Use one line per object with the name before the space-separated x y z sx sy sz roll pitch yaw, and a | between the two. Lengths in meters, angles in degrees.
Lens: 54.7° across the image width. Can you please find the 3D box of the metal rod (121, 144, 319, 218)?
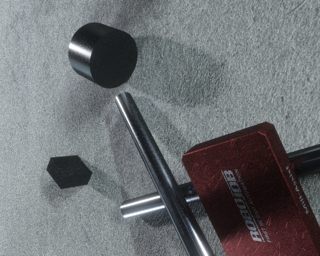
metal rod | 0.063 0.066 0.351 0.299 0.025 0.025 -25 75 37

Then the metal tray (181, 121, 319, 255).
metal tray | 0.088 0.068 0.301 0.090 0.030 0.129 -22 95 37

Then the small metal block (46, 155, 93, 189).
small metal block | -0.149 0.071 0.508 0.050 0.050 0.025 39 114 32

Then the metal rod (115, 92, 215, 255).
metal rod | 0.007 0.068 0.366 0.025 0.025 0.299 -49 52 28

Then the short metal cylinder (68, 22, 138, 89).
short metal cylinder | -0.078 -0.101 0.431 0.050 0.081 0.079 30 108 36
